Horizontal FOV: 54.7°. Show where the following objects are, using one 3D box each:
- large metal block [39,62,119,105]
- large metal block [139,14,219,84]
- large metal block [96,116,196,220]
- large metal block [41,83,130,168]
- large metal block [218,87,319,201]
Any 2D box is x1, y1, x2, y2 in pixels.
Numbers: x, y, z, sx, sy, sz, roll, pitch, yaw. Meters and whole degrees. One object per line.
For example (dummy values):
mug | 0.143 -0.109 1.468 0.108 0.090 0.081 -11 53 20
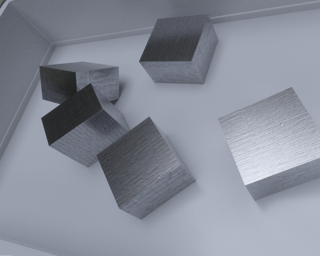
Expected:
large metal block | -0.119 -0.068 0.464 0.080 0.081 0.050 15 113 34
large metal block | 0.029 -0.111 0.442 0.080 0.050 0.080 7 65 31
large metal block | -0.018 0.047 0.369 0.080 0.050 0.080 -36 51 4
large metal block | -0.096 -0.001 0.418 0.080 0.080 0.050 -34 54 5
large metal block | 0.116 0.017 0.318 0.080 0.050 0.080 -24 53 13
